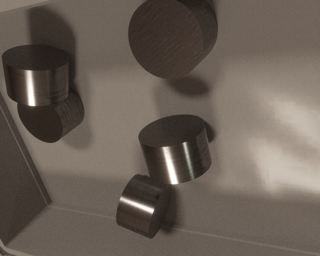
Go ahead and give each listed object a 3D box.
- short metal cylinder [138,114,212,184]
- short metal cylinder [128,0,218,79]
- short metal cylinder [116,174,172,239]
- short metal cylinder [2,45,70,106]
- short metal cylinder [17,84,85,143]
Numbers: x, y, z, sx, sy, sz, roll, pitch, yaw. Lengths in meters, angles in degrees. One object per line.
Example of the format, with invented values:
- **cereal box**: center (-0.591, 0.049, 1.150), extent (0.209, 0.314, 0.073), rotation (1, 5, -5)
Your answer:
- **short metal cylinder**: center (0.019, 0.023, 0.376), extent (0.080, 0.080, 0.050), rotation (0, 118, 28)
- **short metal cylinder**: center (0.014, -0.098, 0.324), extent (0.080, 0.050, 0.079), rotation (13, 124, 20)
- **short metal cylinder**: center (-0.022, 0.113, 0.453), extent (0.050, 0.080, 0.079), rotation (17, 125, 18)
- **short metal cylinder**: center (-0.162, -0.072, 0.412), extent (0.080, 0.080, 0.050), rotation (21, 126, 15)
- **short metal cylinder**: center (-0.161, -0.025, 0.460), extent (0.080, 0.050, 0.079), rotation (13, 124, 20)
